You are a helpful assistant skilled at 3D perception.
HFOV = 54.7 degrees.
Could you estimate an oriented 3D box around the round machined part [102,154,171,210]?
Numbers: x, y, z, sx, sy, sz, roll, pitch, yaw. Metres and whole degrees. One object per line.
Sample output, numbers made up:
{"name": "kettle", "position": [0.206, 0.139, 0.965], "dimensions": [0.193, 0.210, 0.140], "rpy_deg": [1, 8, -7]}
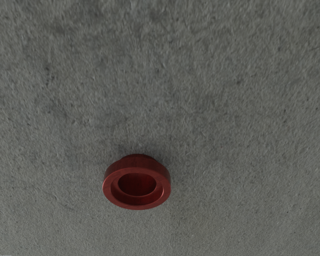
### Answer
{"name": "round machined part", "position": [-0.033, 0.076, 0.461], "dimensions": [0.099, 0.042, 0.097], "rpy_deg": [-1, 130, 0]}
